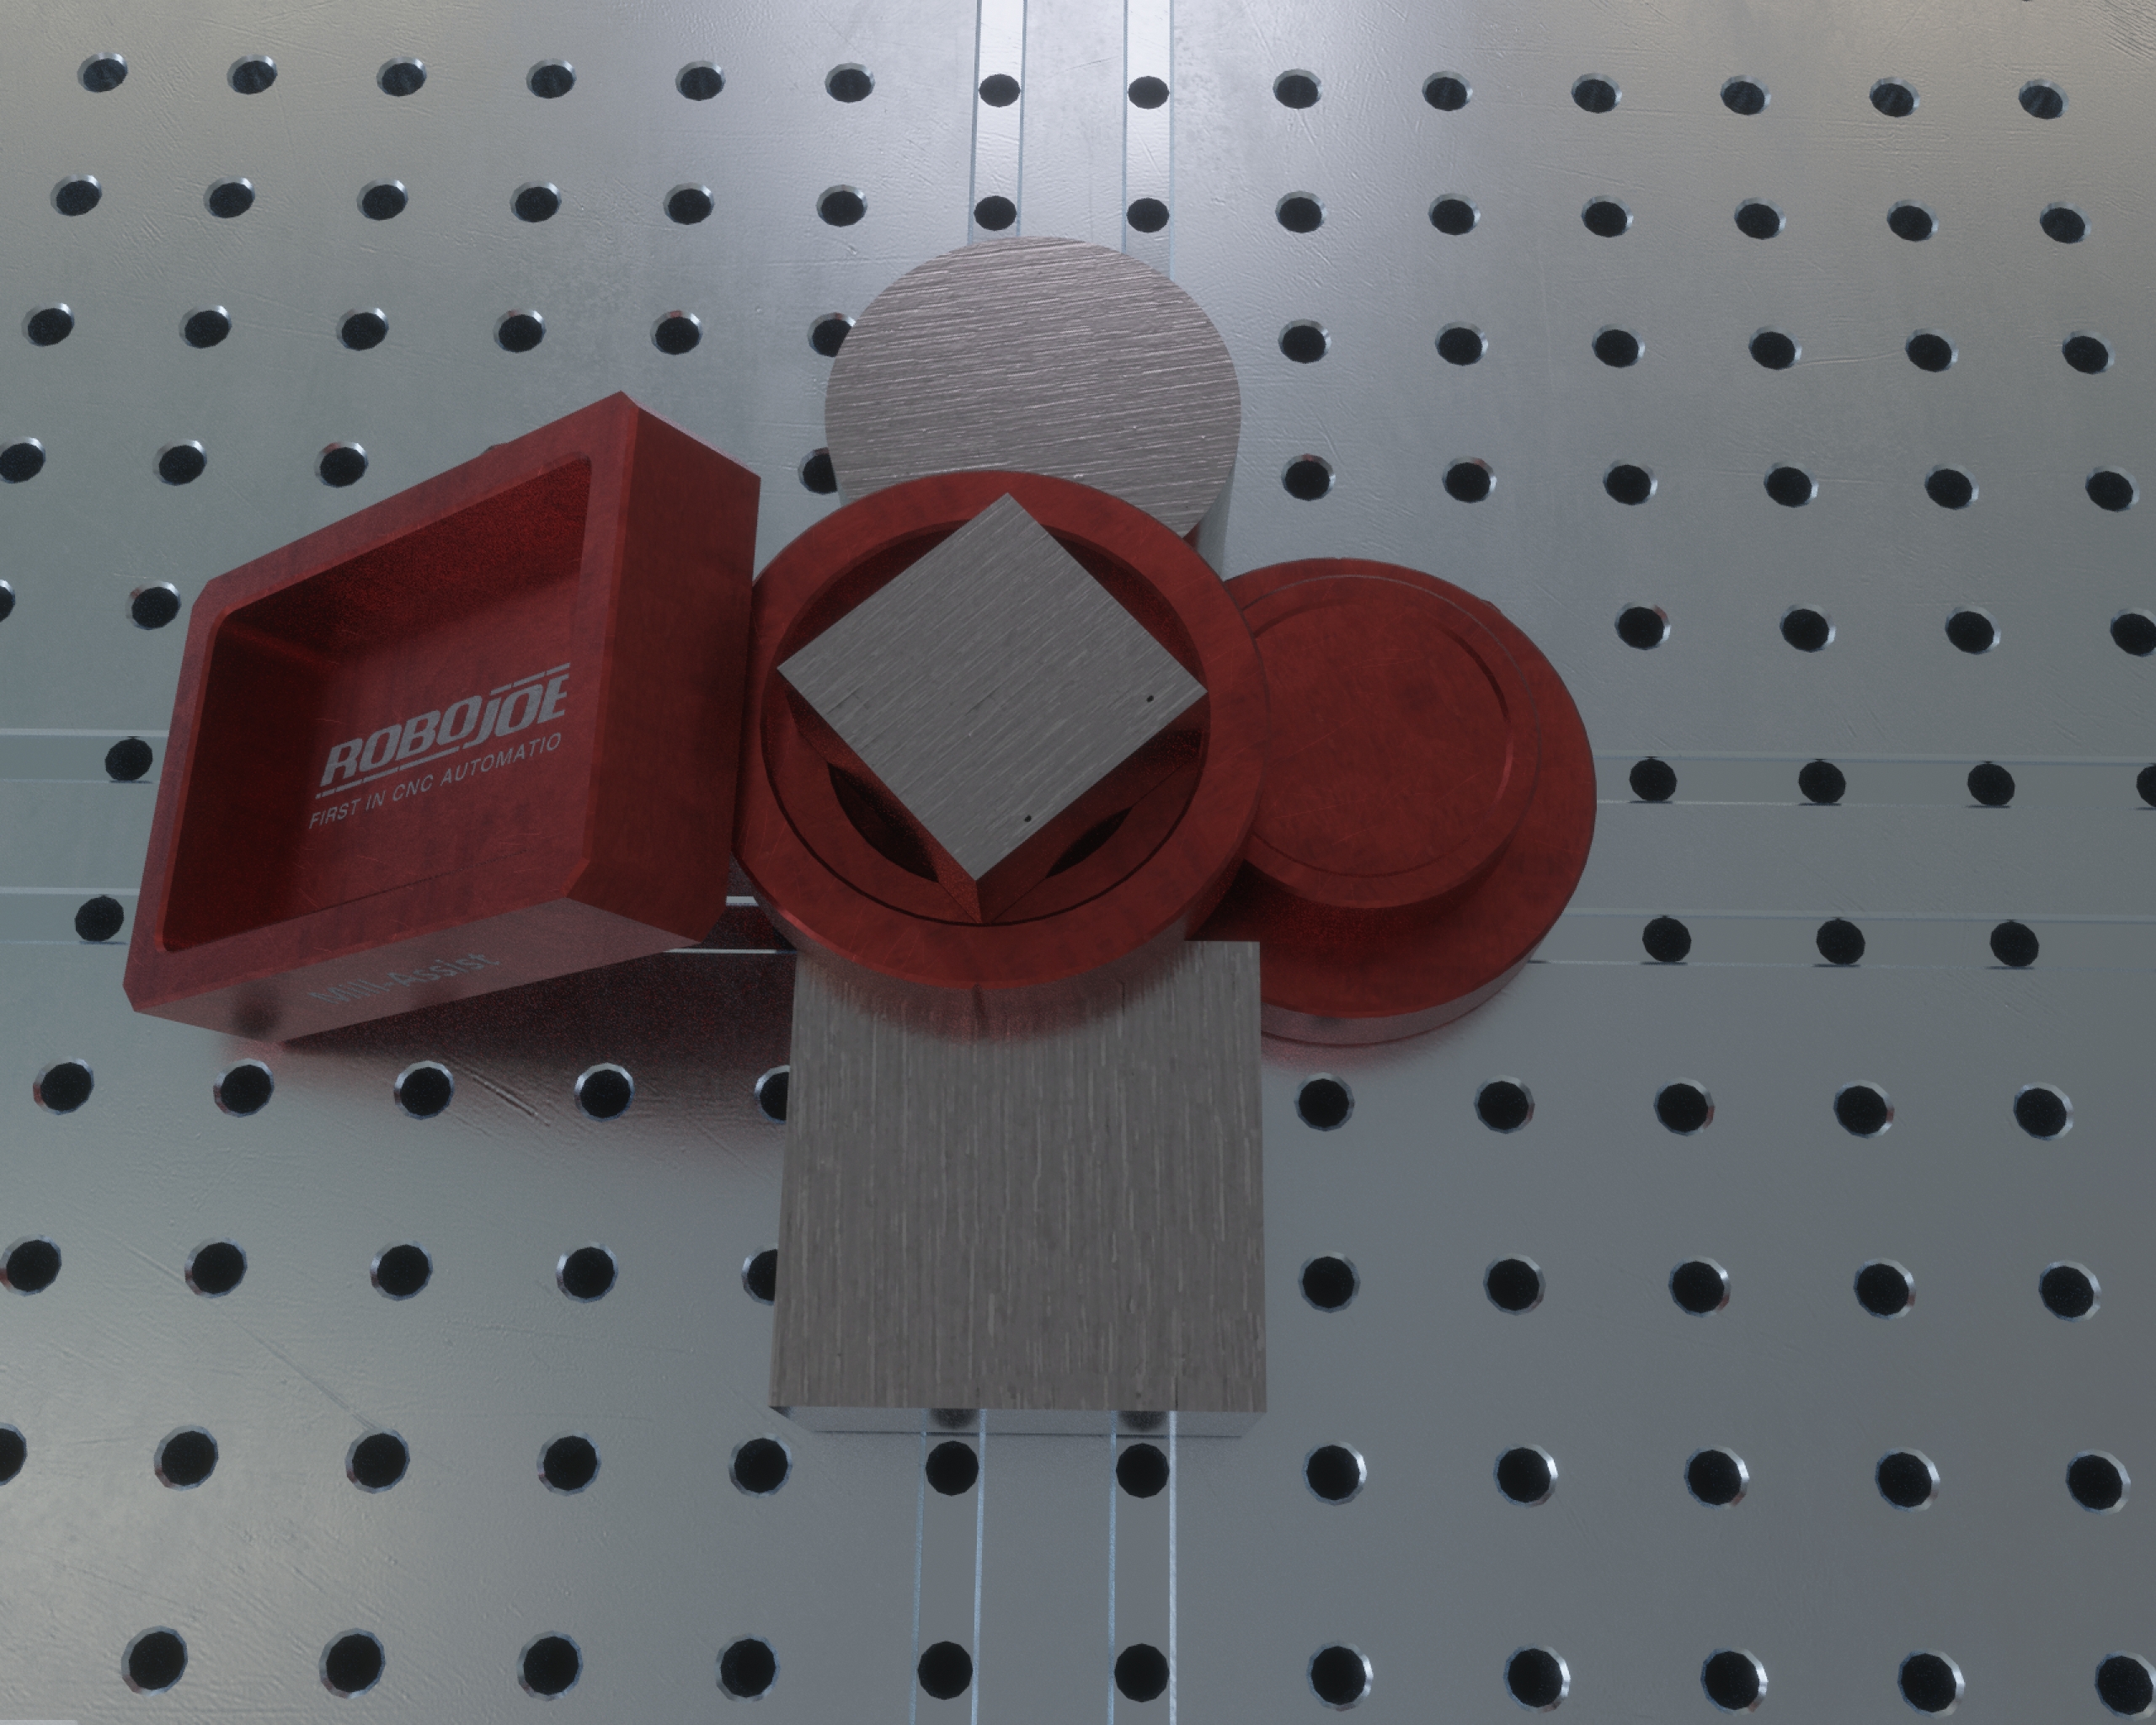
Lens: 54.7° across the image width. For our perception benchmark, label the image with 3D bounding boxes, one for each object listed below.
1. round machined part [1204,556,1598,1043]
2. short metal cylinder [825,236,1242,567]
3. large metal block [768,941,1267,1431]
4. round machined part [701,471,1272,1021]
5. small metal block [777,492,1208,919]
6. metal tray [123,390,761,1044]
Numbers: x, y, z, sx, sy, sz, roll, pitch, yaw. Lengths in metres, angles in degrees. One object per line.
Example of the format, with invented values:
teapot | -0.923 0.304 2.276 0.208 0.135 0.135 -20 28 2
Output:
round machined part | 0.052 -0.017 0.408 0.099 0.042 0.098 0 70 0
short metal cylinder | -0.009 -0.079 0.427 0.081 0.050 0.080 0 70 0
large metal block | -0.009 0.059 0.374 0.080 0.050 0.080 1 70 0
round machined part | -0.016 -0.018 0.378 0.099 0.042 0.098 0 70 0
small metal block | -0.014 -0.026 0.355 0.050 0.025 0.050 -40 75 -13
metal tray | -0.117 -0.022 0.378 0.130 0.030 0.090 -13 66 34
